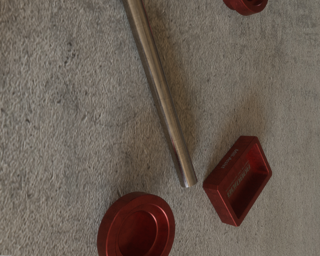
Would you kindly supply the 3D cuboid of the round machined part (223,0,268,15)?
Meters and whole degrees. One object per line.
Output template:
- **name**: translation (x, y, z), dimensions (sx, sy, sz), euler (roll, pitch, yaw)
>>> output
- **round machined part**: translation (0.134, -0.234, 0.509), dimensions (0.099, 0.042, 0.097), euler (0, 90, -40)

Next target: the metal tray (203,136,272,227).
- **metal tray**: translation (0.133, 0.085, 0.516), dimensions (0.131, 0.030, 0.090), euler (-44, 117, -31)

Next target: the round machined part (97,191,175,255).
- **round machined part**: translation (-0.032, 0.125, 0.369), dimensions (0.099, 0.042, 0.097), euler (0, 90, -40)

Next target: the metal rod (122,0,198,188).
- **metal rod**: translation (-0.003, -0.059, 0.404), dimensions (0.025, 0.025, 0.298), euler (-29, 108, -37)
